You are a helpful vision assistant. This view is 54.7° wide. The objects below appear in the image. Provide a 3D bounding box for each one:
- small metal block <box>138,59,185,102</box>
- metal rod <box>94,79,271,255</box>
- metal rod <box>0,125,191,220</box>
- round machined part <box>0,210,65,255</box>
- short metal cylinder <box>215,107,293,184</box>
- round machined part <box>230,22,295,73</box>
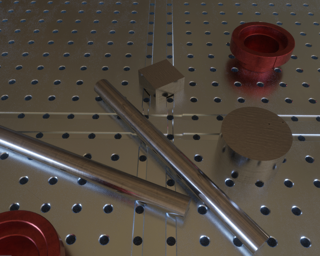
[{"bbox_3d":[0.002,-0.073,0.469,0.050,0.025,0.050,-26,55,-20],"label":"small metal block"},{"bbox_3d":[0.007,0.028,0.383,0.025,0.025,0.300,-32,57,-24],"label":"metal rod"},{"bbox_3d":[-0.109,0.041,0.371,0.301,0.025,0.025,18,52,14],"label":"metal rod"},{"bbox_3d":[-0.138,0.130,0.286,0.099,0.042,0.098,0,50,0],"label":"round machined part"},{"bbox_3d":[0.111,0.020,0.375,0.080,0.050,0.080,0,50,0],"label":"short metal cylinder"},{"bbox_3d":[0.163,-0.128,0.505,0.099,0.042,0.098,0,50,0],"label":"round machined part"}]
